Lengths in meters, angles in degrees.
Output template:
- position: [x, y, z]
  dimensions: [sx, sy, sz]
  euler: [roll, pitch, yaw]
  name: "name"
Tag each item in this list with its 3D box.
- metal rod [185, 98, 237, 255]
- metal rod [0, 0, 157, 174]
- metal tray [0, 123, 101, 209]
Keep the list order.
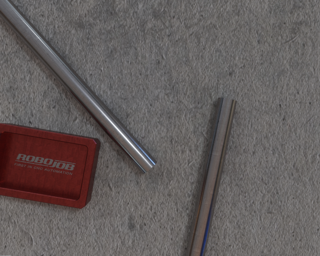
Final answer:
- position: [0.059, 0.108, 0.410]
  dimensions: [0.025, 0.025, 0.298]
  euler: [12, 90, -1]
  name: "metal rod"
- position: [-0.114, -0.058, 0.408]
  dimensions: [0.025, 0.025, 0.300]
  euler: [-42, 91, 0]
  name: "metal rod"
- position: [-0.151, 0.048, 0.405]
  dimensions: [0.131, 0.030, 0.089]
  euler: [10, 90, -1]
  name: "metal tray"
